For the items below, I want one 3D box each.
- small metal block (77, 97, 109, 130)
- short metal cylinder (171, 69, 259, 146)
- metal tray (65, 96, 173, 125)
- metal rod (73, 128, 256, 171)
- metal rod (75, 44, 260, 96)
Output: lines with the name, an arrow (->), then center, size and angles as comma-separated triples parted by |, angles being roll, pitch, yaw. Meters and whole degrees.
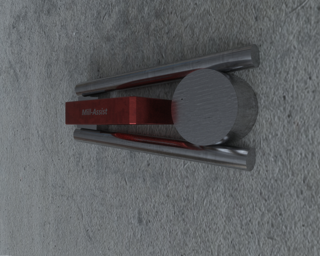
small metal block -> -0.106, -0.024, 0.495 | 0.050, 0.025, 0.050 | 6, 94, 40
short metal cylinder -> 0.060, -0.022, 0.340 | 0.080, 0.050, 0.079 | 0, 90, 40
metal tray -> -0.049, -0.019, 0.403 | 0.130, 0.091, 0.030 | 0, 90, 40
metal rod -> -0.019, 0.022, 0.422 | 0.300, 0.025, 0.025 | 6, 94, 39
metal rod -> -0.015, -0.069, 0.419 | 0.300, 0.025, 0.025 | -3, 88, 40
